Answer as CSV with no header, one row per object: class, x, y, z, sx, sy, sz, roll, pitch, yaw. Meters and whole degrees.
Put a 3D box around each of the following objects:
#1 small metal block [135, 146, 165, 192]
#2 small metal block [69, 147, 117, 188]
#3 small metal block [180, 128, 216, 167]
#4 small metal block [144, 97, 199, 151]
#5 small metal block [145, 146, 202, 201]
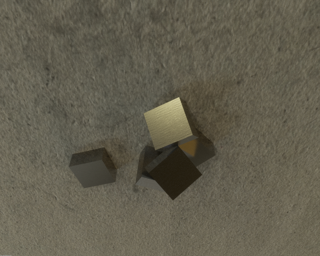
small metal block,-0.004,0.059,0.438,0.050,0.050,0.025,18,141,-15
small metal block,-0.097,0.059,0.456,0.050,0.025,0.050,-13,129,10
small metal block,0.041,0.029,0.432,0.050,0.025,0.050,-36,122,26
small metal block,0.014,-0.003,0.385,0.050,0.050,0.025,-24,163,18
small metal block,0.017,0.056,0.403,0.050,0.025,0.050,-41,106,-5
